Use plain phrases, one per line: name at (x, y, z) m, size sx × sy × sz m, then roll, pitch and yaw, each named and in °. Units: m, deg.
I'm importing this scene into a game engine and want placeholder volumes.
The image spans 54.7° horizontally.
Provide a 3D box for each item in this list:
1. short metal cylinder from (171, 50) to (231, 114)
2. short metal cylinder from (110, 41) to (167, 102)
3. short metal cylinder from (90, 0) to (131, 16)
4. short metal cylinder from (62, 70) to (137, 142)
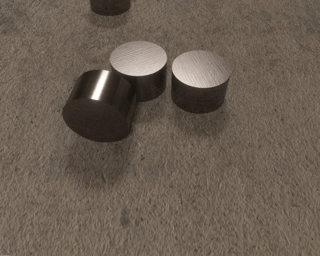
short metal cylinder at (0.057, -0.066, 0.444) m, size 0.081 × 0.050 × 0.080 m, roll 0°, pitch 50°, yaw 0°
short metal cylinder at (-0.030, -0.084, 0.457) m, size 0.081 × 0.050 × 0.080 m, roll 0°, pitch 50°, yaw 0°
short metal cylinder at (-0.100, -0.264, 0.608) m, size 0.081 × 0.050 × 0.080 m, roll 0°, pitch 50°, yaw 0°
short metal cylinder at (-0.074, -0.026, 0.388) m, size 0.080 × 0.080 × 0.050 m, roll 7°, pitch 51°, yaw 5°
